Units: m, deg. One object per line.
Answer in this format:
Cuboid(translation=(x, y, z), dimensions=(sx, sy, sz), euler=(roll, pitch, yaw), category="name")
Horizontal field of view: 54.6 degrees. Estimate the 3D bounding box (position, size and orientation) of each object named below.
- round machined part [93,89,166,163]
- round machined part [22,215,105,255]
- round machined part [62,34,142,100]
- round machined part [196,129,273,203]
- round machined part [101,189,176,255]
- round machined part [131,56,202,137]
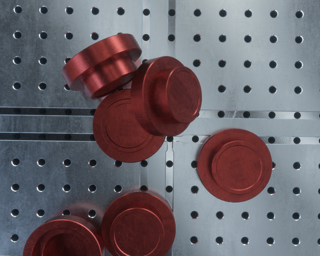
Cuboid(translation=(-0.039, -0.003, 0.405), dimensions=(0.099, 0.042, 0.097), euler=(0, 90, 0), category="round machined part")
Cuboid(translation=(-0.121, 0.162, 0.404), dimensions=(0.099, 0.042, 0.097), euler=(0, 90, 0), category="round machined part")
Cuboid(translation=(-0.064, -0.069, 0.377), dimensions=(0.098, 0.098, 0.042), euler=(-29, 90, 0), category="round machined part")
Cuboid(translation=(0.099, 0.049, 0.406), dimensions=(0.099, 0.042, 0.097), euler=(0, 90, 0), category="round machined part")
Cuboid(translation=(-0.028, 0.133, 0.405), dimensions=(0.099, 0.042, 0.097), euler=(0, 90, 0), category="round machined part")
Cuboid(translation=(0.015, -0.038, 0.376), dimensions=(0.042, 0.099, 0.097), euler=(-1, 90, 43), category="round machined part")
